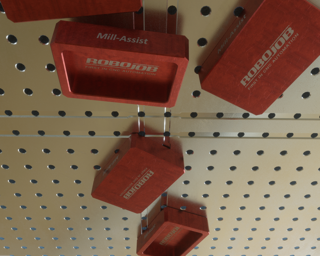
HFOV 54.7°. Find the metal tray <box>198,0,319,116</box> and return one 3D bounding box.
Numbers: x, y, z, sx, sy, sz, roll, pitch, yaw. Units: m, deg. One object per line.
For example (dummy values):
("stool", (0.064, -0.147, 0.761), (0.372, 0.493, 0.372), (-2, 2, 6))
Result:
("metal tray", (0.114, -0.082, 0.340), (0.091, 0.030, 0.129), (23, 126, -19))

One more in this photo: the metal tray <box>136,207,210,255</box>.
("metal tray", (0.022, 0.205, 0.583), (0.091, 0.030, 0.129), (20, 127, -17))

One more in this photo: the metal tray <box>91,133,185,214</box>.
("metal tray", (-0.035, 0.074, 0.471), (0.090, 0.030, 0.129), (27, 125, -22))

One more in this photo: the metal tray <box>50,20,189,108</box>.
("metal tray", (-0.041, -0.064, 0.334), (0.131, 0.030, 0.090), (5, 150, -5))

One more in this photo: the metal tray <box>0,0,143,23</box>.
("metal tray", (-0.086, -0.149, 0.280), (0.131, 0.030, 0.089), (-4, 130, 3))
